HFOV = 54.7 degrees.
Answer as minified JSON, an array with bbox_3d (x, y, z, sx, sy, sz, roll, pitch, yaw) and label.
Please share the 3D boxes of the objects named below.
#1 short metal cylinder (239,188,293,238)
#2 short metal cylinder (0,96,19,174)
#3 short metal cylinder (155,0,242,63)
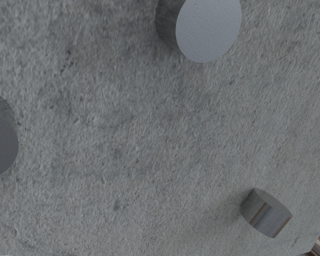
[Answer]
[{"bbox_3d":[0.198,0.158,0.580,0.080,0.080,0.050,23,106,-37],"label":"short metal cylinder"},{"bbox_3d":[-0.181,0.006,0.296,0.081,0.050,0.079,-14,125,-21],"label":"short metal cylinder"},{"bbox_3d":[0.041,-0.118,0.342,0.081,0.050,0.079,-14,125,-21],"label":"short metal cylinder"}]
